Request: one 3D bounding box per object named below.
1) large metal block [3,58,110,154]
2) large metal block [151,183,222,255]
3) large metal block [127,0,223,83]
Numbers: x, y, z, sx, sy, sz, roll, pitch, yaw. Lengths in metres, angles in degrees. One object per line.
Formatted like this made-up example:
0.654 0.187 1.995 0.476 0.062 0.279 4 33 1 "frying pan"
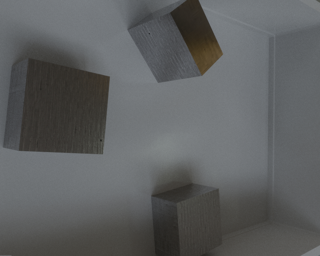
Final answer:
-0.101 -0.017 0.307 0.081 0.050 0.080 7 86 -40 "large metal block"
0.038 0.127 0.425 0.081 0.050 0.079 -7 95 -40 "large metal block"
0.019 -0.108 0.389 0.050 0.080 0.080 -47 118 -30 "large metal block"
